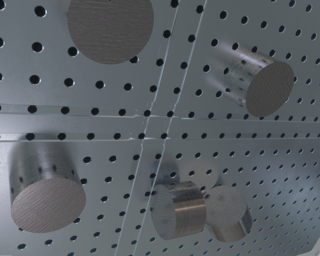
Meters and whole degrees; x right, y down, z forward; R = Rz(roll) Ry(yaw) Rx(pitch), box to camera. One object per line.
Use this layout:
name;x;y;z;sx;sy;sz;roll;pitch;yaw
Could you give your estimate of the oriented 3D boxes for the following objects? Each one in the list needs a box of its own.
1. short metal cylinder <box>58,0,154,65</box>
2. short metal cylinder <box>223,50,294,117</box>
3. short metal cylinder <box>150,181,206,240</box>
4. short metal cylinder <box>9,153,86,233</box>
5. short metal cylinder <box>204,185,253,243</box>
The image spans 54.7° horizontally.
short metal cylinder;-0.053;-0.108;0.299;0.081;0.050;0.079;-14;124;-21
short metal cylinder;0.137;-0.062;0.431;0.081;0.050;0.079;-14;124;-21
short metal cylinder;0.025;0.122;0.465;0.050;0.080;0.079;-1;119;-28
short metal cylinder;-0.134;0.077;0.369;0.081;0.050;0.079;-14;124;-21
short metal cylinder;0.112;0.145;0.526;0.080;0.080;0.050;-33;129;-7
